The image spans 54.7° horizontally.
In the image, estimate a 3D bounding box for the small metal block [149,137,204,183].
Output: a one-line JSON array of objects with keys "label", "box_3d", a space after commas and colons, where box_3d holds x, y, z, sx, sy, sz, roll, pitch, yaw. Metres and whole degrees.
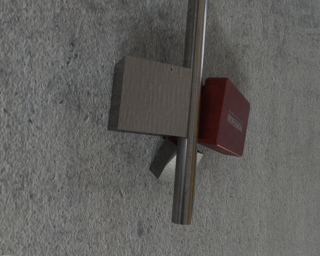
[{"label": "small metal block", "box_3d": [0.022, 0.045, 0.412, 0.050, 0.025, 0.050, 20, 103, -38]}]

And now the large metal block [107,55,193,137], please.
[{"label": "large metal block", "box_3d": [-0.013, -0.033, 0.365, 0.081, 0.050, 0.080, 7, 85, -22]}]

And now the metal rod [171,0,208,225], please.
[{"label": "metal rod", "box_3d": [0.038, -0.036, 0.383, 0.025, 0.025, 0.298, 10, 82, -40]}]

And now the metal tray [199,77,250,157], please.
[{"label": "metal tray", "box_3d": [0.097, -0.011, 0.455, 0.130, 0.030, 0.090, 24, 75, -59]}]

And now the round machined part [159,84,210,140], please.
[{"label": "round machined part", "box_3d": [0.040, -0.025, 0.428, 0.099, 0.042, 0.097, 0, 90, -40]}]
